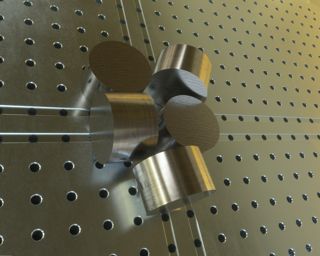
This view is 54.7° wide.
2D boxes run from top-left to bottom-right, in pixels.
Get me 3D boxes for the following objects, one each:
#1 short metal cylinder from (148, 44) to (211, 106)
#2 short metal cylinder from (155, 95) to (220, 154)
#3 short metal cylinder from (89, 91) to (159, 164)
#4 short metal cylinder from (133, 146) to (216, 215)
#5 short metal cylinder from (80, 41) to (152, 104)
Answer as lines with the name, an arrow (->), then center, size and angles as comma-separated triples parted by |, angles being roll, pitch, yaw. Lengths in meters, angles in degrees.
short metal cylinder -> 0.028, -0.068, 0.429 | 0.080, 0.080, 0.050 | 25, 52, -13
short metal cylinder -> 0.030, 0.004, 0.405 | 0.081, 0.050, 0.080 | 14, 56, -21
short metal cylinder -> -0.043, -0.001, 0.351 | 0.050, 0.080, 0.080 | -2, 63, -30
short metal cylinder -> 0.015, 0.059, 0.344 | 0.081, 0.080, 0.050 | -7, 66, -31
short metal cylinder -> -0.057, -0.065, 0.400 | 0.081, 0.050, 0.080 | 13, 57, -20
